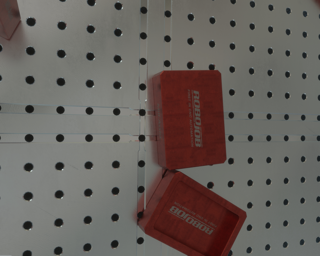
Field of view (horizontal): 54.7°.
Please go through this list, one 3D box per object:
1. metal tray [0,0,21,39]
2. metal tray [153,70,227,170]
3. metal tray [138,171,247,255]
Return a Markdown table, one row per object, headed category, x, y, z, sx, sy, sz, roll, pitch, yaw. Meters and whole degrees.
| category | x | y | z | sx | sy | sz | roll | pitch | yaw |
| --- | --- | --- | --- | --- | --- | --- | --- | --- | --- |
| metal tray | -0.185 | -0.134 | 0.288 | 0.090 | 0.130 | 0.030 | 27 | 81 | -19 |
| metal tray | 0.042 | -0.013 | 0.427 | 0.091 | 0.030 | 0.129 | -5 | 92 | -20 |
| metal tray | 0.047 | 0.126 | 0.428 | 0.130 | 0.030 | 0.090 | 33 | 79 | -17 |
